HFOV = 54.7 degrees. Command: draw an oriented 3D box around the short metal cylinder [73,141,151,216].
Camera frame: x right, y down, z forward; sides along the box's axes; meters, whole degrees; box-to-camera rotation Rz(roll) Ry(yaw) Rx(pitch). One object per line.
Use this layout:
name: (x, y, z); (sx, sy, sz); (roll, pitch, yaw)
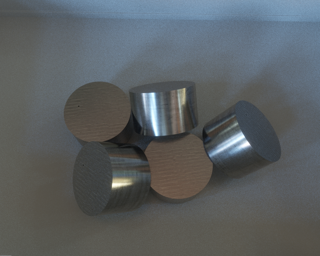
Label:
short metal cylinder: (-0.056, 0.056, 0.351); (0.050, 0.080, 0.080); (7, 63, -43)

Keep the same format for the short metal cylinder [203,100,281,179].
short metal cylinder: (0.097, 0.014, 0.369); (0.080, 0.050, 0.080); (27, 44, -30)

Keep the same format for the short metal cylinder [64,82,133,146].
short metal cylinder: (-0.076, -0.012, 0.397); (0.081, 0.050, 0.080); (0, 70, 0)

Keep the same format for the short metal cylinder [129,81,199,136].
short metal cylinder: (0.005, -0.026, 0.381); (0.081, 0.080, 0.050); (-8, 106, -3)

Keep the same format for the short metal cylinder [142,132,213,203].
short metal cylinder: (0.020, 0.049, 0.377); (0.081, 0.050, 0.080); (0, 70, 0)
